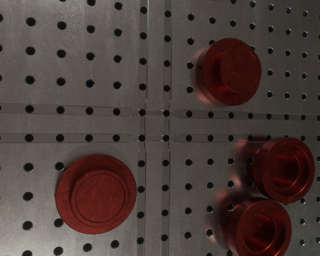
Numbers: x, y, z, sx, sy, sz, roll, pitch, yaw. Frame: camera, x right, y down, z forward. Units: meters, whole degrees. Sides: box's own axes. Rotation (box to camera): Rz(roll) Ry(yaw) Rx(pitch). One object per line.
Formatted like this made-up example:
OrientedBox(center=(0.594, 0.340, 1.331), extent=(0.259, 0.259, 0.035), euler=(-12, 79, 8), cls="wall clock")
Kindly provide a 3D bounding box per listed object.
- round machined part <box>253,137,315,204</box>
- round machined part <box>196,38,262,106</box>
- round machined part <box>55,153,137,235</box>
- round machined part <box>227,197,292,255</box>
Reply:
OrientedBox(center=(0.183, 0.062, 0.473), extent=(0.099, 0.042, 0.097), euler=(0, 90, -21), cls="round machined part")
OrientedBox(center=(0.105, -0.081, 0.444), extent=(0.099, 0.042, 0.097), euler=(0, 90, -21), cls="round machined part")
OrientedBox(center=(-0.075, 0.081, 0.377), extent=(0.099, 0.042, 0.097), euler=(0, 90, -21), cls="round machined part")
OrientedBox(center=(0.141, 0.151, 0.458), extent=(0.099, 0.042, 0.097), euler=(0, 90, -21), cls="round machined part")
